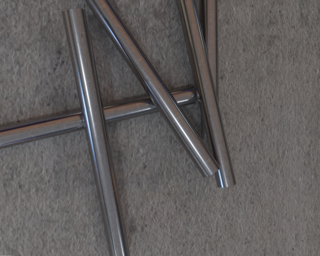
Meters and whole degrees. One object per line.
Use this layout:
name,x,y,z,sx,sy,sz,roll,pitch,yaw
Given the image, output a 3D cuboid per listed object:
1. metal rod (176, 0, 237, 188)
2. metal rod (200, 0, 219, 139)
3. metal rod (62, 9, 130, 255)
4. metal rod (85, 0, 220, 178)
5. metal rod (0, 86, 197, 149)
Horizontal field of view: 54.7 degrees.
metal rod,0.056,-0.071,0.412,0.025,0.025,0.298,-11,87,-20
metal rod,0.069,-0.134,0.435,0.025,0.025,0.298,-1,90,-20
metal rod,-0.071,0.020,0.360,0.025,0.025,0.298,-13,103,-20
metal rod,-0.018,-0.069,0.381,0.025,0.025,0.299,-35,94,-17
metal rod,-0.093,-0.010,0.375,0.302,0.025,0.025,-14,95,-20
